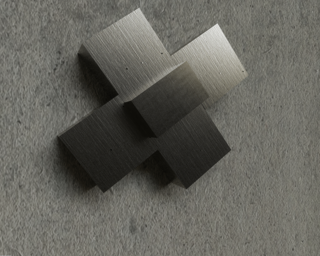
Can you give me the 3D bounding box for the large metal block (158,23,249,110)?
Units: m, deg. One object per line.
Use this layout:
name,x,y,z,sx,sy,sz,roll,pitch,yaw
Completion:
large metal block,0.057,-0.079,0.418,0.080,0.050,0.080,-38,103,-16

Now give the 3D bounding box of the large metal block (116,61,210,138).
large metal block,0.000,-0.033,0.382,0.080,0.080,0.050,-38,103,-16

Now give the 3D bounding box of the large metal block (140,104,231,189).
large metal block,0.032,0.020,0.409,0.080,0.050,0.080,-38,103,-16

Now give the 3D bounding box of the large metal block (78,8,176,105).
large metal block,-0.041,-0.085,0.382,0.080,0.050,0.080,-38,103,-16

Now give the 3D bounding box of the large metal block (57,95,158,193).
large metal block,-0.064,0.017,0.373,0.080,0.050,0.080,-38,103,-16
